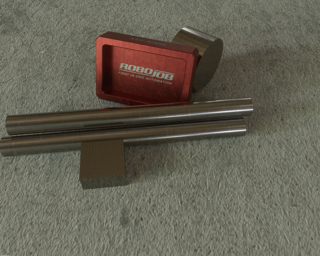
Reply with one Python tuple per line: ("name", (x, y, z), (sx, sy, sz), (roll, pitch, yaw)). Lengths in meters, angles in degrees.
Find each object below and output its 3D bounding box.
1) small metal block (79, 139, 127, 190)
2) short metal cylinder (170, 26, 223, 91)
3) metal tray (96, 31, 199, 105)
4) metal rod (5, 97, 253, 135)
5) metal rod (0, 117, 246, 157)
("small metal block", (-0.067, 0.043, 0.367), (0.050, 0.025, 0.050), (-5, 50, -5))
("short metal cylinder", (0.050, -0.101, 0.453), (0.050, 0.080, 0.080), (30, 56, 22))
("metal tray", (-0.020, -0.072, 0.418), (0.131, 0.089, 0.030), (13, 32, 10))
("metal rod", (-0.034, -0.016, 0.391), (0.302, 0.025, 0.025), (-5, 50, -5))
("metal rod", (-0.042, 0.011, 0.393), (0.302, 0.025, 0.025), (-5, 50, -5))
